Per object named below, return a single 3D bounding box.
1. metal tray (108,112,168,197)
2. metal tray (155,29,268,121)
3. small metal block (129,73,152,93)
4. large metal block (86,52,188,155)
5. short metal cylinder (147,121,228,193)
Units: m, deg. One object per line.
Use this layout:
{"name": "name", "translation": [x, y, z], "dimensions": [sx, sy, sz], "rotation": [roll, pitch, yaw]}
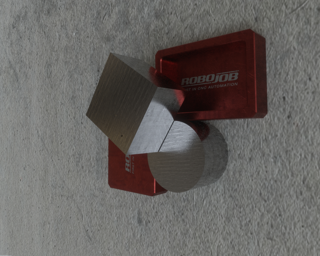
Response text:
{"name": "metal tray", "translation": [-0.031, 0.022, 0.430], "dimensions": [0.090, 0.030, 0.129], "rotation": [1, 91, 40]}
{"name": "metal tray", "translation": [0.054, -0.054, 0.359], "dimensions": [0.130, 0.030, 0.089], "rotation": [-2, 89, 40]}
{"name": "small metal block", "translation": [-0.023, -0.055, 0.409], "dimensions": [0.050, 0.050, 0.025], "rotation": [1, 91, 40]}
{"name": "large metal block", "translation": [-0.028, -0.027, 0.346], "dimensions": [0.080, 0.050, 0.079], "rotation": [40, 114, 32]}
{"name": "short metal cylinder", "translation": [0.032, 0.032, 0.363], "dimensions": [0.080, 0.050, 0.080], "rotation": [0, 90, 40]}
